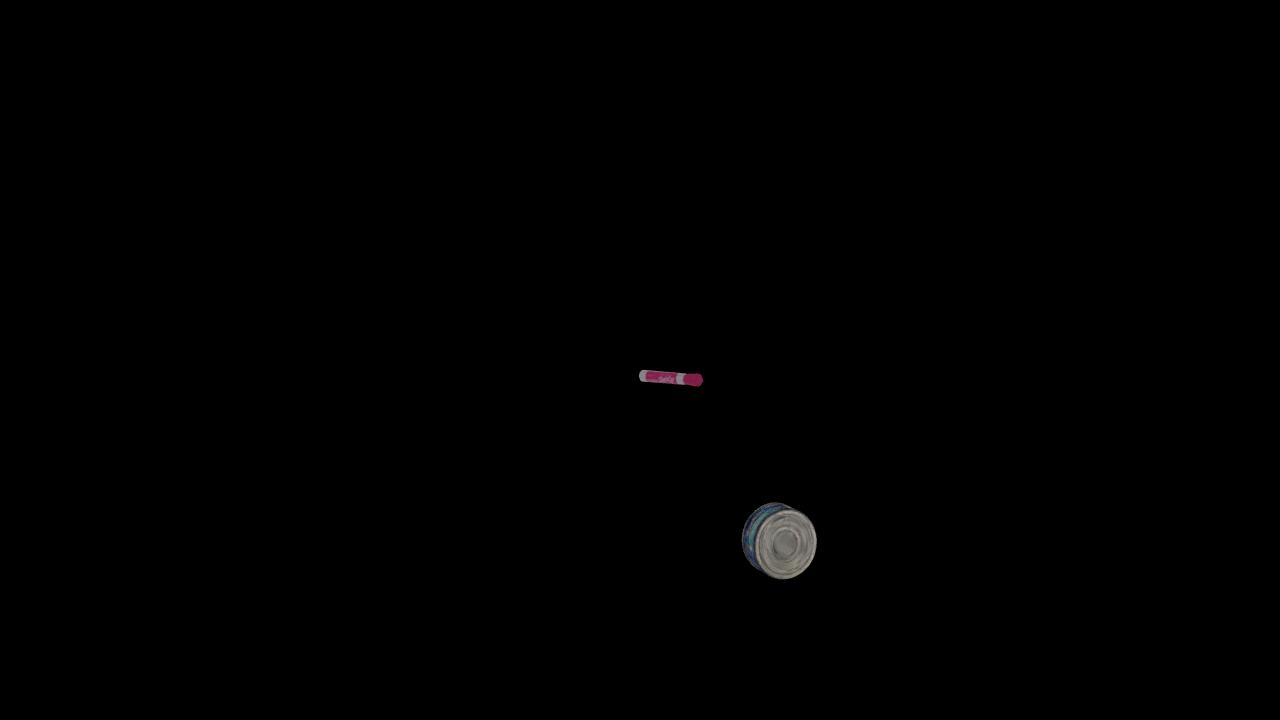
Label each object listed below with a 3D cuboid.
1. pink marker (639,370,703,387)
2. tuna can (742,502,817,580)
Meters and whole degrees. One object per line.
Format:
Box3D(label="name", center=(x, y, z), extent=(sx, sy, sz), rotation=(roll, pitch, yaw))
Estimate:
Box3D(label="pink marker", center=(0.046, 0.027, 0.915), extent=(0.020, 0.020, 0.121), rotation=(0, 2, -43))
Box3D(label="tuna can", center=(0.165, 0.213, 0.725), extent=(0.084, 0.084, 0.034), rotation=(0, -1, -15))
